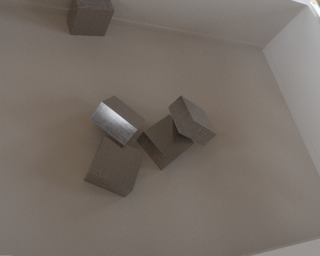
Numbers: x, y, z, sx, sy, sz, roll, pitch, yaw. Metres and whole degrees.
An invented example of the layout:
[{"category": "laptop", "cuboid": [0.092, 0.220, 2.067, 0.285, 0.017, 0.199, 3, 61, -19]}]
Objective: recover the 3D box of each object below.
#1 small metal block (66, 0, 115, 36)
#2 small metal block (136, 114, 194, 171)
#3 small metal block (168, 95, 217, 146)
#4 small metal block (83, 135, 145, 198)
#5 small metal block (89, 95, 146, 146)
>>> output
[{"category": "small metal block", "cuboid": [-0.098, -0.156, 0.432, 0.050, 0.050, 0.025, -8, 66, -32]}, {"category": "small metal block", "cuboid": [0.007, 0.018, 0.398, 0.050, 0.025, 0.050, -35, 81, -38]}, {"category": "small metal block", "cuboid": [0.043, -0.010, 0.415, 0.050, 0.025, 0.050, 28, 29, -39]}, {"category": "small metal block", "cuboid": [-0.051, 0.043, 0.351, 0.050, 0.025, 0.050, 26, 53, -12]}, {"category": "small metal block", "cuboid": [-0.049, -0.010, 0.370, 0.050, 0.025, 0.050, 38, 16, -2]}]
